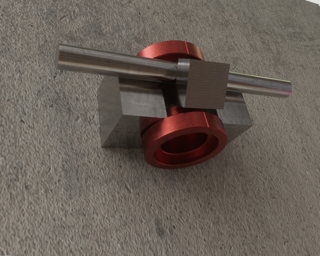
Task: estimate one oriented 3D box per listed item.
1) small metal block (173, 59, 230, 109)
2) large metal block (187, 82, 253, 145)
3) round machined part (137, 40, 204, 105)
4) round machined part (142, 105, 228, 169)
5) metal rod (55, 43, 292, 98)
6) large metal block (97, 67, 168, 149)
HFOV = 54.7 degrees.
[{"bbox_3d":[0.045,-0.048,0.339,0.050,0.025,0.050,1,102,-26],"label":"small metal block"},{"bbox_3d":[0.069,-0.021,0.420,0.050,0.080,0.080,4,60,-27],"label":"large metal block"},{"bbox_3d":[0.013,-0.065,0.405,0.099,0.097,0.042,4,61,-27],"label":"round machined part"},{"bbox_3d":[0.027,0.008,0.367,0.099,0.097,0.042,4,55,-26],"label":"round machined part"},{"bbox_3d":[0.038,-0.061,0.360,0.302,0.025,0.025,3,61,-27],"label":"metal rod"},{"bbox_3d":[-0.037,-0.028,0.367,0.050,0.080,0.080,4,60,-26],"label":"large metal block"}]
